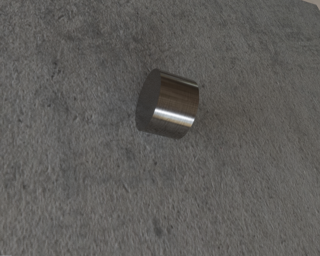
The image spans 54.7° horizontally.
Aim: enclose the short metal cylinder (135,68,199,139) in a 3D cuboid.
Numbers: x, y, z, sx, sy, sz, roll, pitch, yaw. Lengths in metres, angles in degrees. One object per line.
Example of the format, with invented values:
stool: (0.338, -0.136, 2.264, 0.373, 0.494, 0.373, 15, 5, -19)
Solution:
short metal cylinder: (0.007, -0.029, 0.392, 0.050, 0.080, 0.080, 14, 56, -21)
